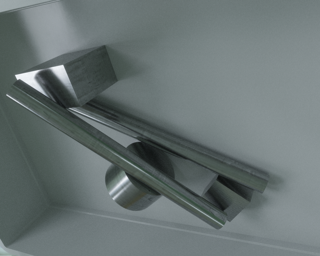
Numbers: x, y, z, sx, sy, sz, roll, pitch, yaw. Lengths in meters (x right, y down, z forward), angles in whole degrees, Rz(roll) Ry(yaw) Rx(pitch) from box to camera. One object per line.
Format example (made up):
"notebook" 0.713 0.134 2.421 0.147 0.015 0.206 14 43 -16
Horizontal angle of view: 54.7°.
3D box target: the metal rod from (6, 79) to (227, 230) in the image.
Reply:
"metal rod" -0.042 0.038 0.376 0.301 0.025 0.025 34 130 -11

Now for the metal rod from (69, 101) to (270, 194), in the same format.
"metal rod" -0.005 0.014 0.417 0.301 0.025 0.025 23 127 14

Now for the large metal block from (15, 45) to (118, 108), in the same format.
"large metal block" -0.115 -0.063 0.392 0.080 0.080 0.050 -4 117 29

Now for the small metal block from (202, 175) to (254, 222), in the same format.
"small metal block" 0.088 0.091 0.416 0.050 0.025 0.050 33 129 6

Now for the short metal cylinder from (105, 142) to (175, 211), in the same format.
"short metal cylinder" -0.027 0.066 0.424 0.080 0.080 0.050 42 129 -2
